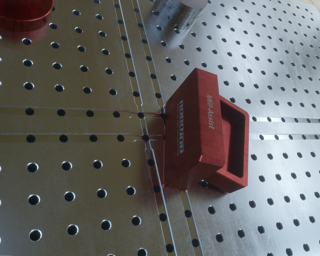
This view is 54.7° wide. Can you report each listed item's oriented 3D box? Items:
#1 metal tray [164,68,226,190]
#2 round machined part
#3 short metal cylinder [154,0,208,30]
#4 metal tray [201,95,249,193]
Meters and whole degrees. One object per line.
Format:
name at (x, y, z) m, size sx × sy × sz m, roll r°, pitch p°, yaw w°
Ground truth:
metal tray at (0.039, 0.002, 0.387) m, size 0.030 × 0.090 × 0.130 m, roll 15°, pitch 56°, yaw -20°
round machined part at (-0.190, -0.177, 0.403) m, size 0.099 × 0.042 × 0.098 m, roll 14°, pitch 56°, yaw -21°
short metal cylinder at (0.037, -0.222, 0.550) m, size 0.081 × 0.050 × 0.080 m, roll 14°, pitch 56°, yaw -21°
metal tray at (0.080, 0.014, 0.433) m, size 0.090 × 0.030 × 0.130 m, roll 29°, pitch 50°, yaw -19°
